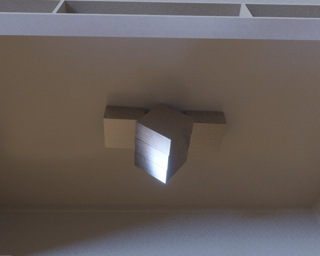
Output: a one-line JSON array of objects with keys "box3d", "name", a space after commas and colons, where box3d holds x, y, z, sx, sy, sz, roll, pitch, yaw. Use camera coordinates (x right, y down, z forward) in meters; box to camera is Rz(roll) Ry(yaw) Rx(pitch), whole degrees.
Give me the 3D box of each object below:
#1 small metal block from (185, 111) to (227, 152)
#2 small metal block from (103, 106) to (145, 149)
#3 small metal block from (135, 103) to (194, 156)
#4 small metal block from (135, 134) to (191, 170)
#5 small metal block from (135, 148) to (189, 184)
[{"box3d": [0.057, 0.005, 0.413, 0.050, 0.025, 0.050, 2, 130, -3], "name": "small metal block"}, {"box3d": [-0.046, 0.000, 0.407, 0.050, 0.025, 0.050, 3, 130, -3], "name": "small metal block"}, {"box3d": [0.006, 0.000, 0.377, 0.050, 0.050, 0.025, 27, 134, 25], "name": "small metal block"}, {"box3d": [0.004, 0.019, 0.394, 0.050, 0.050, 0.025, 27, 135, 25], "name": "small metal block"}, {"box3d": [0.002, 0.038, 0.410, 0.050, 0.050, 0.025, 27, 135, 25], "name": "small metal block"}]
